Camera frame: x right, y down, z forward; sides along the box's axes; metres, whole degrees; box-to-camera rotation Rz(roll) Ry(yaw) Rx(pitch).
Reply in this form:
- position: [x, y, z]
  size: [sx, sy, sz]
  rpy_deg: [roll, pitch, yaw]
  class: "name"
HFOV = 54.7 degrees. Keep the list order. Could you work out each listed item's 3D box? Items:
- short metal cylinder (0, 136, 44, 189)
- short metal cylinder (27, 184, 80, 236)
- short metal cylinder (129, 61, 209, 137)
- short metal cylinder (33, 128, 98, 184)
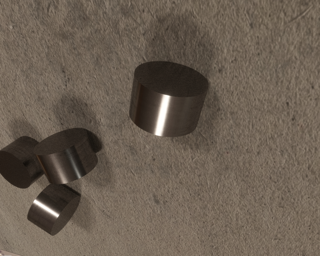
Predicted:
- position: [-0.245, 0.061, 0.554]
  size: [0.080, 0.050, 0.079]
  rpy_deg: [13, 124, 20]
  class: "short metal cylinder"
- position: [-0.189, 0.145, 0.558]
  size: [0.050, 0.080, 0.079]
  rpy_deg: [30, 128, 9]
  class: "short metal cylinder"
- position: [0.008, -0.034, 0.345]
  size: [0.080, 0.080, 0.050]
  rpy_deg: [22, 127, 14]
  class: "short metal cylinder"
- position: [-0.141, 0.041, 0.468]
  size: [0.080, 0.080, 0.050]
  rpy_deg: [-2, 118, 29]
  class: "short metal cylinder"
